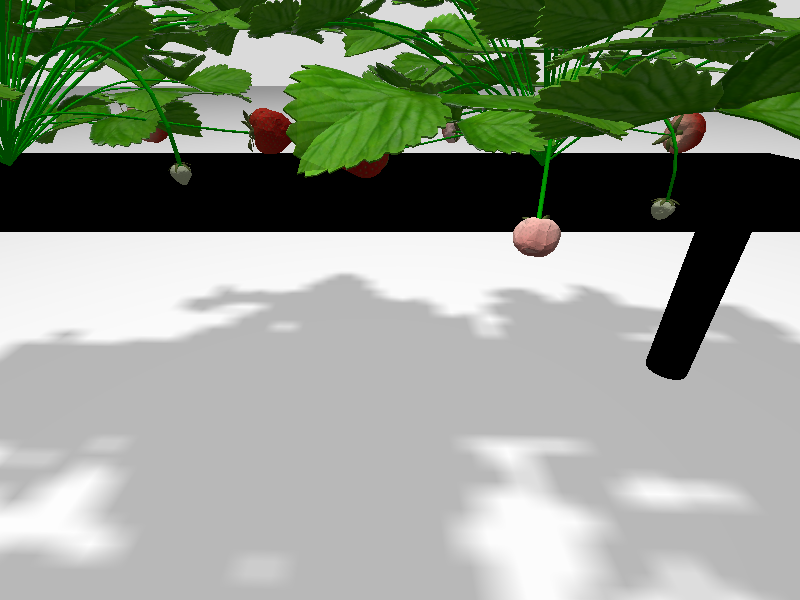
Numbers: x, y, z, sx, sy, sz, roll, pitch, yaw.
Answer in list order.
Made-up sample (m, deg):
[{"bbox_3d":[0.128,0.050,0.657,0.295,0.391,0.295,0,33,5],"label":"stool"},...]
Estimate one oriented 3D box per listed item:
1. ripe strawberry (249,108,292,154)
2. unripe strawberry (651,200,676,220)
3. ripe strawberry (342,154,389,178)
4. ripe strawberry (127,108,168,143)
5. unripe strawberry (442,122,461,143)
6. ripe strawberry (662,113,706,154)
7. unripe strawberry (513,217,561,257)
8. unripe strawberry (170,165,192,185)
[{"bbox_3d":[-0.118,-0.157,0.373,0.039,0.040,0.035,-6,30,-12],"label":"ripe strawberry"},{"bbox_3d":[0.135,-0.046,0.206,0.011,0.010,0.010,-3,30,-5],"label":"unripe strawberry"},{"bbox_3d":[-0.030,-0.107,0.287,0.042,0.036,0.042,-9,31,-15],"label":"ripe strawberry"},{"bbox_3d":[-0.279,-0.204,0.454,0.045,0.047,0.049,10,30,17],"label":"ripe strawberry"},{"bbox_3d":[0.057,-0.187,0.441,0.022,0.025,0.024,-14,32,-23],"label":"unripe strawberry"},{"bbox_3d":[0.269,-0.157,0.376,0.036,0.037,0.033,-10,31,-18],"label":"ripe strawberry"},{"bbox_3d":[0.055,-0.024,0.162,0.019,0.017,0.017,9,44,16],"label":"unripe strawberry"},{"bbox_3d":[-0.126,-0.072,0.231,0.011,0.011,0.011,15,33,25],"label":"unripe strawberry"}]
